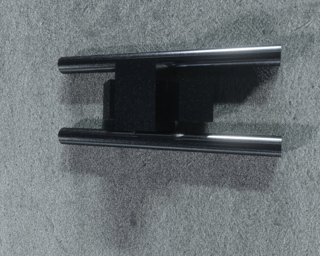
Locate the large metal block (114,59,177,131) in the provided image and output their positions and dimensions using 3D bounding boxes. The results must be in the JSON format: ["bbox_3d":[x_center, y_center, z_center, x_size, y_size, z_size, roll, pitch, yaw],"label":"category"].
[{"bbox_3d":[-0.015,-0.037,0.388,0.050,0.080,0.079,1,90,20],"label":"large metal block"}]

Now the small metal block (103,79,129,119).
[{"bbox_3d":[-0.059,-0.037,0.415,0.025,0.050,0.050,1,91,-20],"label":"small metal block"}]

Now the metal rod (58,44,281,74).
[{"bbox_3d":[-0.002,-0.089,0.410,0.301,0.025,0.025,2,91,19],"label":"metal rod"}]

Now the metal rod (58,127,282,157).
[{"bbox_3d":[-0.001,0.017,0.410,0.301,0.025,0.025,2,91,19],"label":"metal rod"}]

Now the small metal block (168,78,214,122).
[{"bbox_3d":[0.038,-0.033,0.381,0.025,0.050,0.050,1,90,61],"label":"small metal block"}]
